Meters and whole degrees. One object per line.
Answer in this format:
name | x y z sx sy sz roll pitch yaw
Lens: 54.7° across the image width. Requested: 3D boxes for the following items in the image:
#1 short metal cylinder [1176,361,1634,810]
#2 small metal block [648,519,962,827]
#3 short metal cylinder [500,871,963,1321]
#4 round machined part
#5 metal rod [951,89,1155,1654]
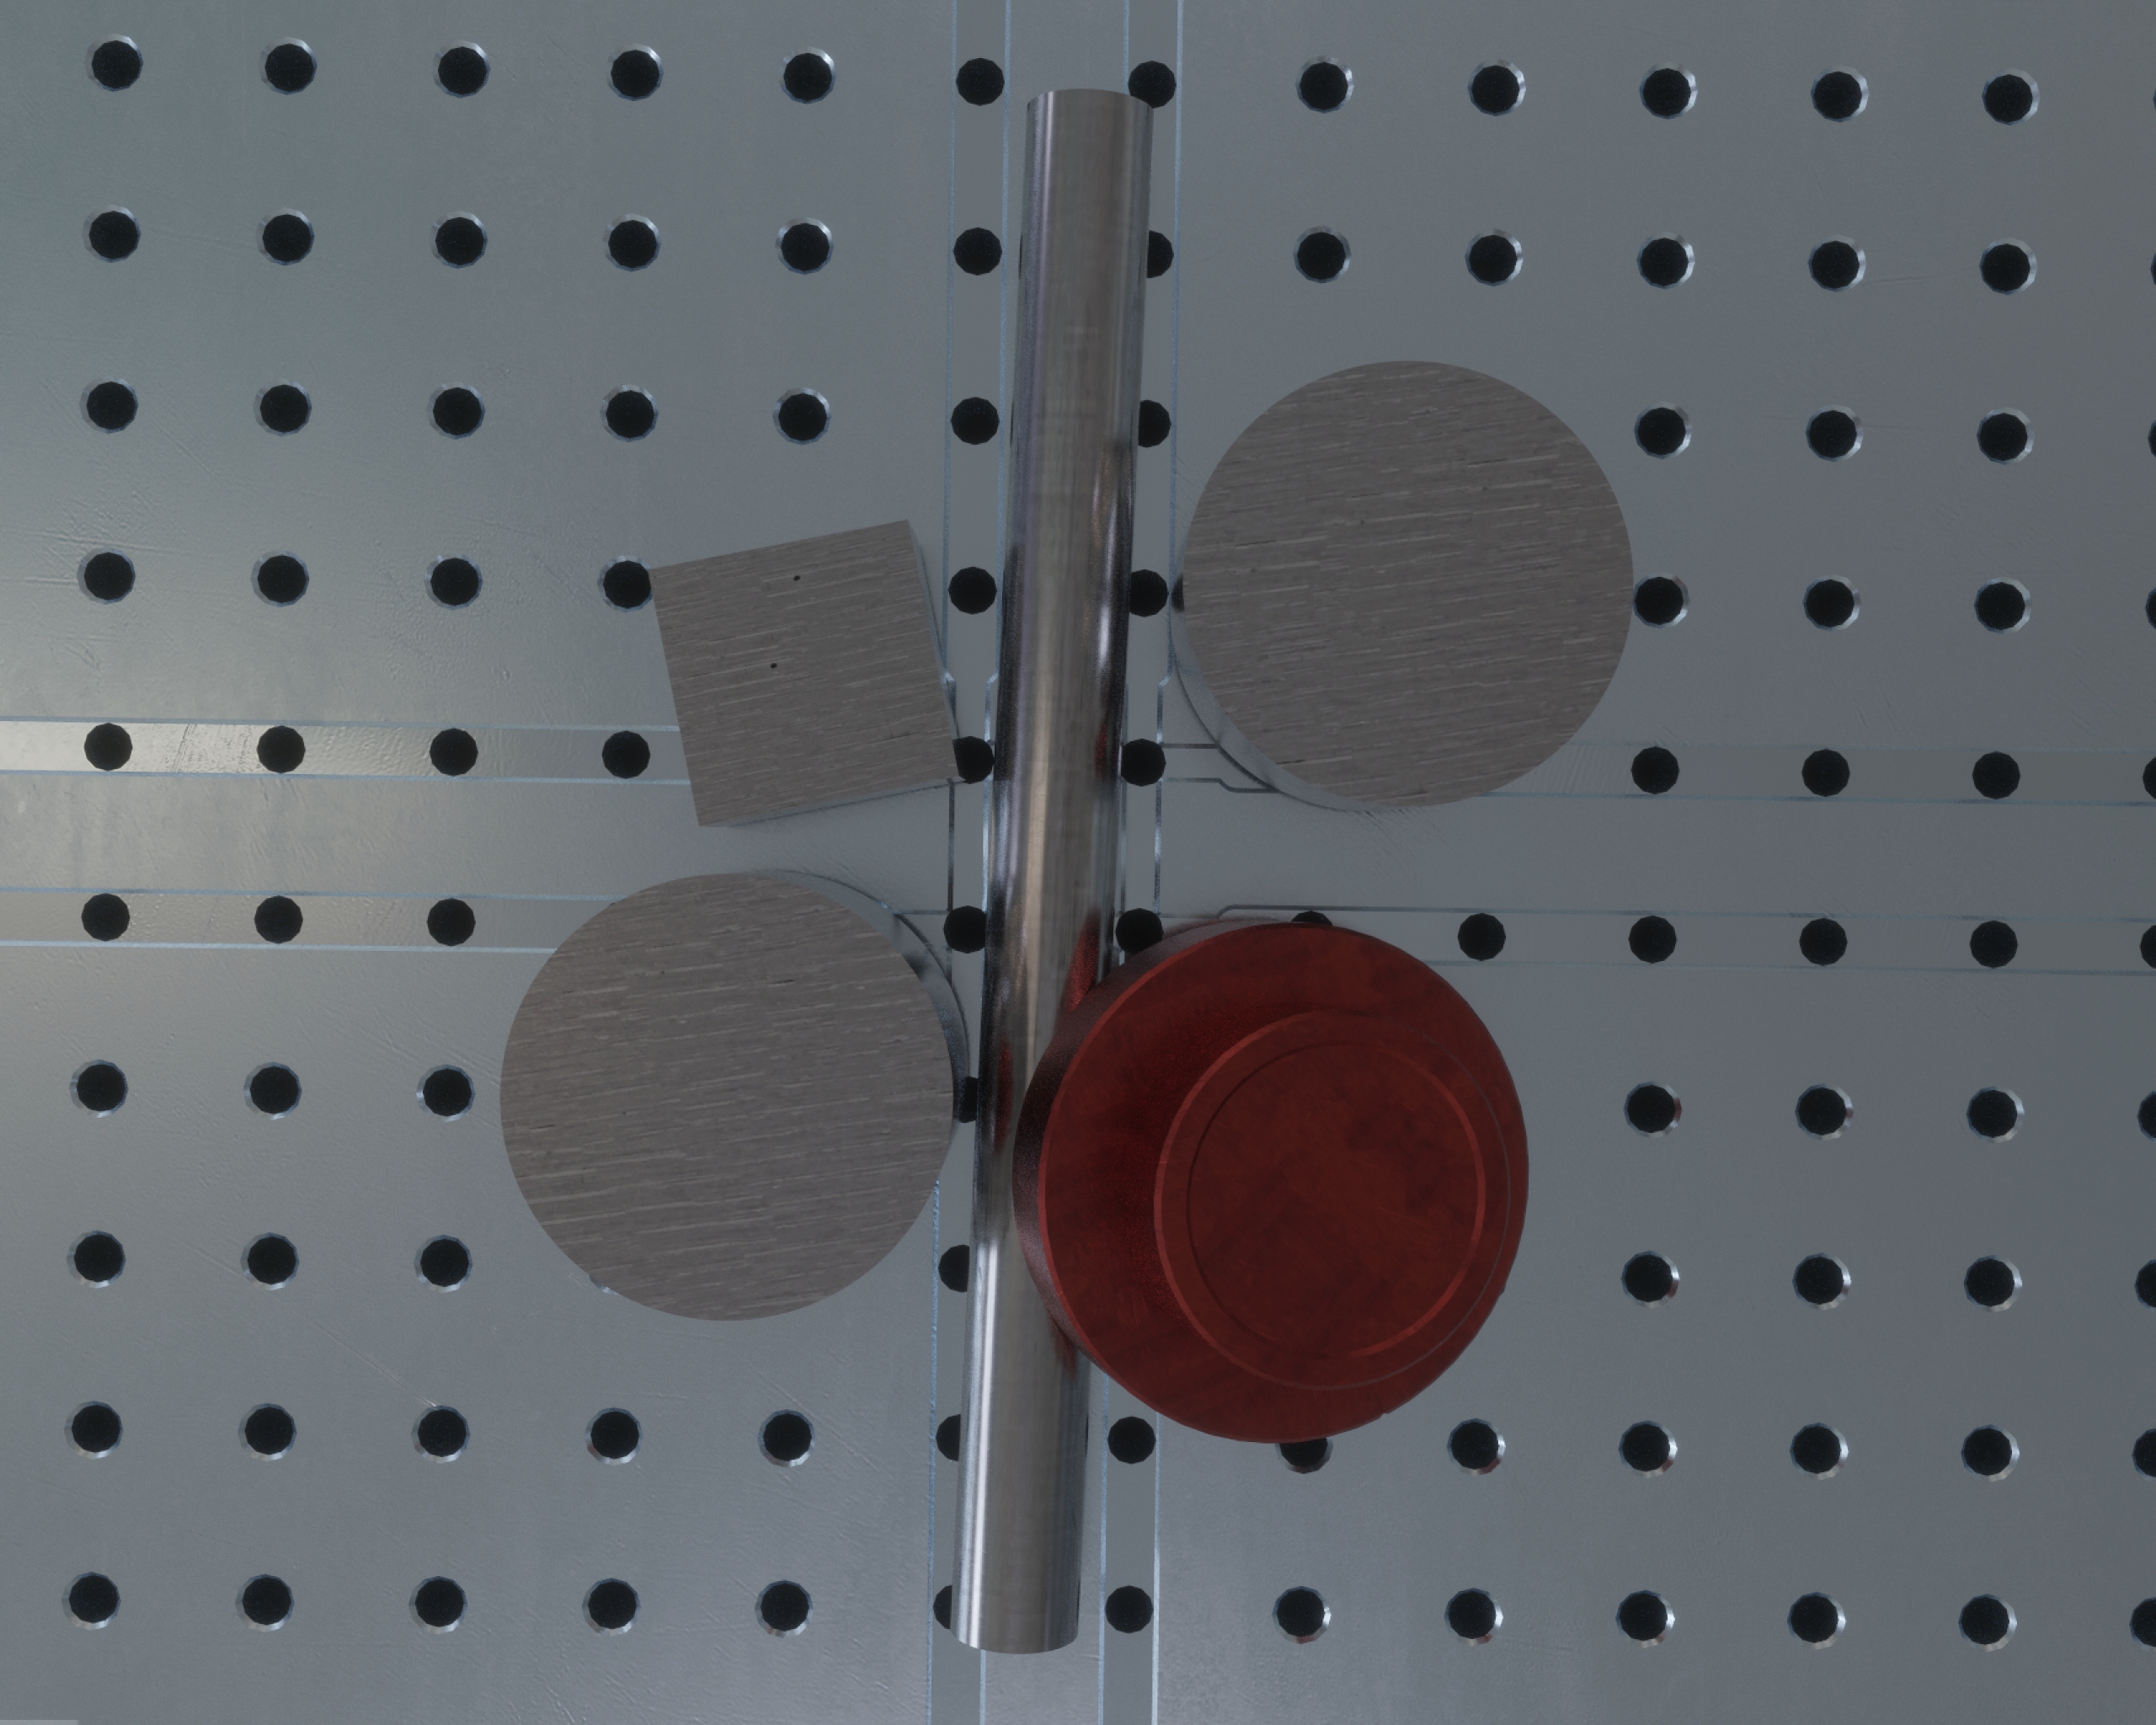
short metal cylinder | 0.059 -0.050 0.397 0.081 0.050 0.079 0 90 0
small metal block | -0.052 -0.036 0.409 0.050 0.025 0.050 -11 90 0
short metal cylinder | -0.062 0.042 0.396 0.081 0.050 0.079 0 90 0
round machined part | 0.041 0.060 0.389 0.099 0.042 0.097 0 90 -16
metal rod | -0.005 0.002 0.409 0.025 0.025 0.298 3 90 0
